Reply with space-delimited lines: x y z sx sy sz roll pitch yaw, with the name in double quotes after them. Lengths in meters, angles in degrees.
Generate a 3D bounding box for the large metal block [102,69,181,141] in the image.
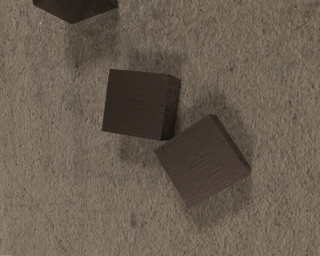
-0.023 -0.030 0.403 0.080 0.050 0.079 9 93 19 "large metal block"

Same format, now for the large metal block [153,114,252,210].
0.053 0.039 0.377 0.080 0.050 0.080 -35 79 16 "large metal block"

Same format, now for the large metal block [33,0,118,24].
-0.115 -0.189 0.419 0.080 0.080 0.050 -12 86 19 "large metal block"
